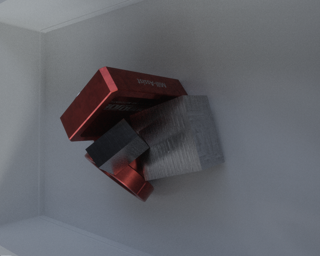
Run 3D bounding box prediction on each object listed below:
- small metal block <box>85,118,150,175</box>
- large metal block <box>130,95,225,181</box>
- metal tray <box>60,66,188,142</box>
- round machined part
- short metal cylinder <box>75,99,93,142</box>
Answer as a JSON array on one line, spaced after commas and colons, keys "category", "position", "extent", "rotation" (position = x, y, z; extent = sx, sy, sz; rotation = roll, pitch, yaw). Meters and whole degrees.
[{"category": "small metal block", "position": [-0.044, 0.022, 0.334], "extent": [0.050, 0.050, 0.025], "rotation": [-39, 70, -2]}, {"category": "large metal block", "position": [0.019, 0.012, 0.362], "extent": [0.080, 0.050, 0.080], "rotation": [-18, 83, 38]}, {"category": "metal tray", "position": [-0.037, -0.024, 0.364], "extent": [0.090, 0.131, 0.030], "rotation": [-42, 66, 31]}, {"category": "round machined part", "position": [-0.046, 0.050, 0.405], "extent": [0.098, 0.098, 0.042], "rotation": [26, 71, 36]}, {"category": "short metal cylinder", "position": [-0.075, -0.016, 0.428], "extent": [0.050, 0.081, 0.079], "rotation": [28, 108, 36]}]
